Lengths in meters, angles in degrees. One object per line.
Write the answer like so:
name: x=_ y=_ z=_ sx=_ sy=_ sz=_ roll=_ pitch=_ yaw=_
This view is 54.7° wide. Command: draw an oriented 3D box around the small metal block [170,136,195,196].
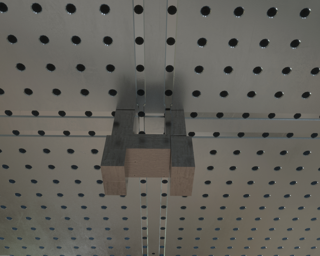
small metal block: x=0.025 y=0.045 z=0.366 sx=0.025 sy=0.050 sz=0.050 roll=1 pitch=130 yaw=-1

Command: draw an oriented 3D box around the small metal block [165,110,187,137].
small metal block: x=0.019 y=0.012 z=0.405 sx=0.025 sy=0.050 sz=0.050 roll=-1 pitch=130 yaw=0

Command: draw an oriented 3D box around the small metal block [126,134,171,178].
small metal block: x=-0.014 y=0.034 z=0.376 sx=0.050 sy=0.025 sz=0.050 roll=0 pitch=130 yaw=-1

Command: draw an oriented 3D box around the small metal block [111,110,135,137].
small metal block: x=-0.046 y=0.012 z=0.403 sx=0.025 sy=0.050 sz=0.050 roll=0 pitch=130 yaw=-1

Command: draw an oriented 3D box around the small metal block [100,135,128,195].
small metal block: x=-0.051 y=0.044 z=0.365 sx=0.025 sy=0.050 sz=0.050 roll=1 pitch=130 yaw=-1
